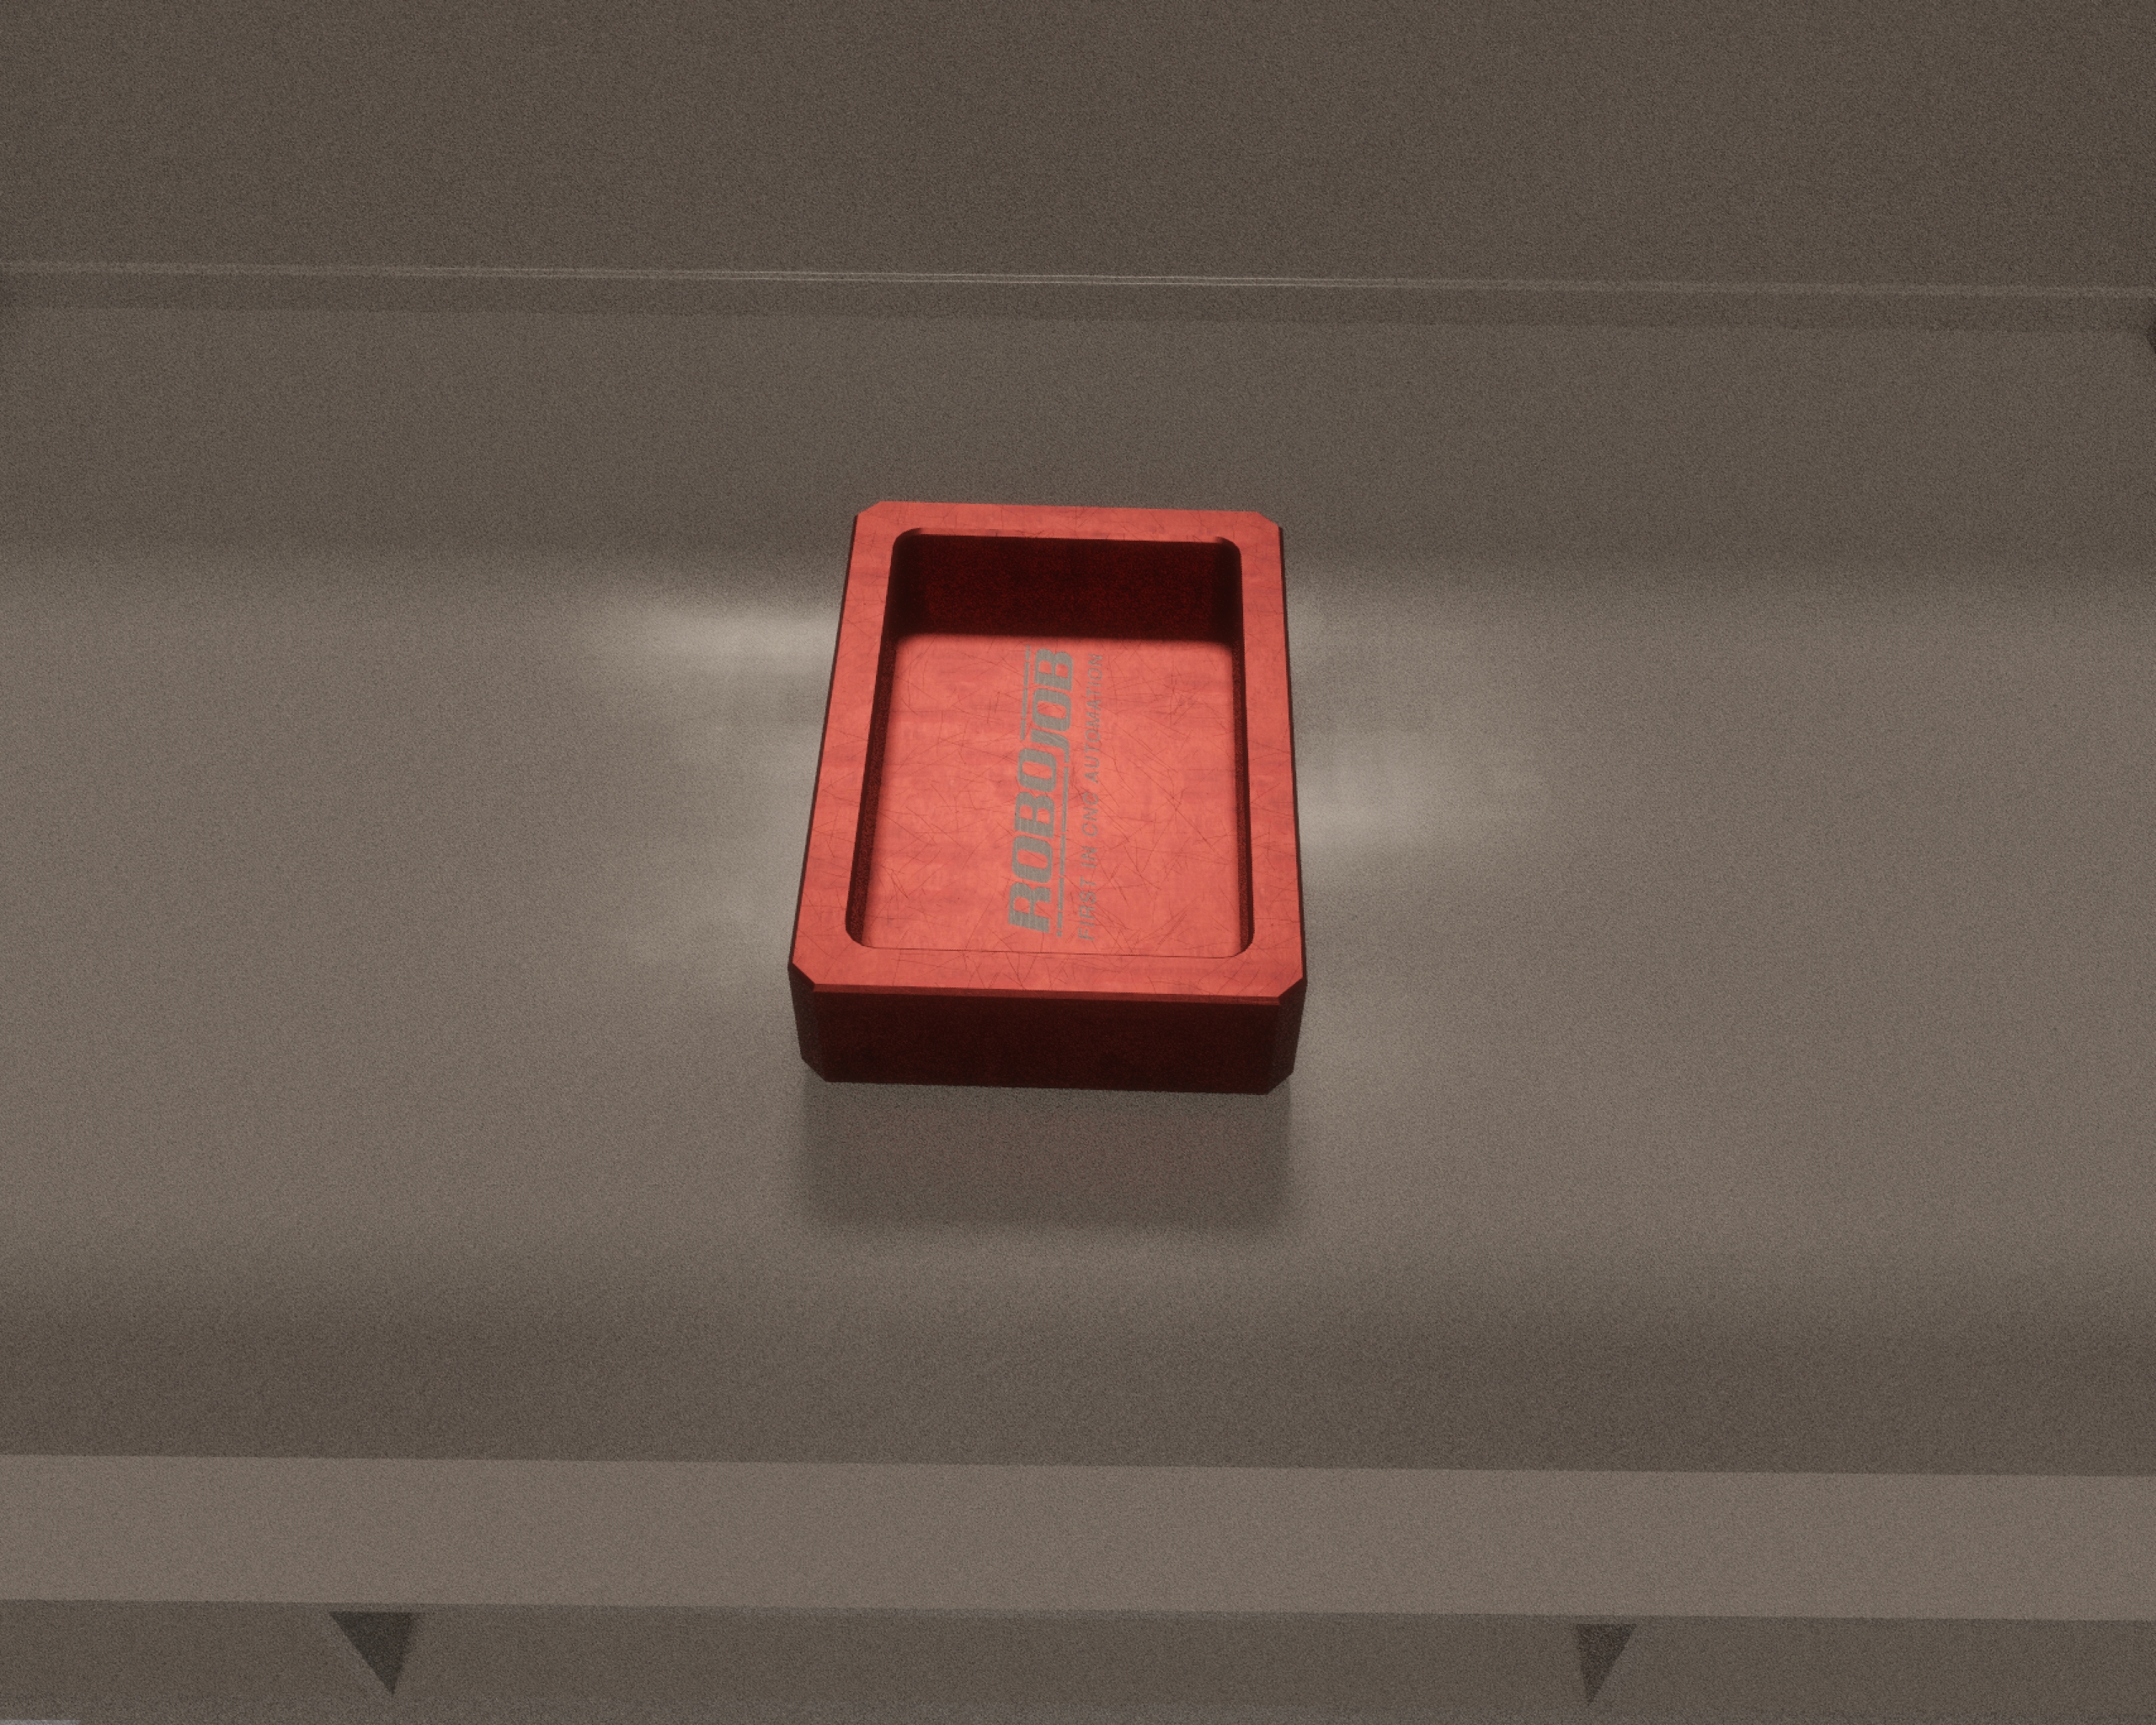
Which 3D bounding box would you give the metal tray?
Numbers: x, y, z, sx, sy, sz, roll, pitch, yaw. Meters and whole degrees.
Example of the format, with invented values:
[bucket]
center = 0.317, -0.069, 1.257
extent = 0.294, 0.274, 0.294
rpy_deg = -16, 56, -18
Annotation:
[metal tray]
center = -0.004, -0.017, 0.412
extent = 0.091, 0.030, 0.130
rpy_deg = 2, 50, 0
